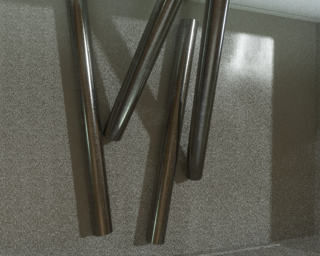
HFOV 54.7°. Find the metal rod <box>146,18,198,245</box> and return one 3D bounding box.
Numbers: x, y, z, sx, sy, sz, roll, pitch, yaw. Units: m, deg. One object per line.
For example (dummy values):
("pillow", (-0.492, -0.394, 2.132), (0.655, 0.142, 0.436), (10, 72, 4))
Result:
("metal rod", (0.017, 0.002, 0.416), (0.025, 0.025, 0.298), (10, 87, -20))

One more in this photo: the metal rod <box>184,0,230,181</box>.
("metal rod", (0.056, -0.067, 0.363), (0.025, 0.025, 0.298), (-6, 118, -20))

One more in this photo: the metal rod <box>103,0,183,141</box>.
("metal rod", (0.000, -0.112, 0.330), (0.025, 0.025, 0.298), (18, 116, -19))

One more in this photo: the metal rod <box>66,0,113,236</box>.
("metal rod", (-0.087, -0.019, 0.378), (0.025, 0.025, 0.298), (-7, 92, -20))
